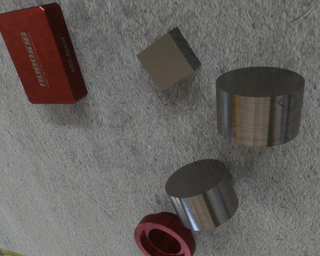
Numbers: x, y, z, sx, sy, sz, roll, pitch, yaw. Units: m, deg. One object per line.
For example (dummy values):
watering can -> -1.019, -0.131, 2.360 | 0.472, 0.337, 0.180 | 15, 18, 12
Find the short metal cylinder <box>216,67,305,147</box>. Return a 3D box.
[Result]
short metal cylinder -> 0.097, -0.024, 0.306 | 0.080, 0.080, 0.050 | 7, 122, 24

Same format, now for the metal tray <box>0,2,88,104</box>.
metal tray -> -0.161, -0.098, 0.428 | 0.090, 0.030, 0.129 | 2, 120, 27

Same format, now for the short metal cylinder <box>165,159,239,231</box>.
short metal cylinder -> 0.053, 0.083, 0.395 | 0.080, 0.080, 0.050 | -11, 113, 33

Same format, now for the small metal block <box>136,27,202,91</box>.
small metal block -> 0.010, -0.078, 0.354 | 0.050, 0.025, 0.050 | -27, 104, 37

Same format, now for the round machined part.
round machined part -> 0.011, 0.174, 0.498 | 0.098, 0.042, 0.097 | 13, 124, 21
